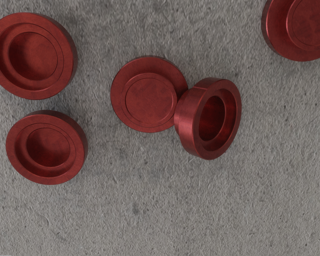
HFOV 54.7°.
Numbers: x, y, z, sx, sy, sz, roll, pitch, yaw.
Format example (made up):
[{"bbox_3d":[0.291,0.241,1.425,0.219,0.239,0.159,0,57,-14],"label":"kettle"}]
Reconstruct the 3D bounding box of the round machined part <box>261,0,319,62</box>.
[{"bbox_3d":[0.172,-0.125,0.356,0.099,0.042,0.097,0,110,0],"label":"round machined part"}]

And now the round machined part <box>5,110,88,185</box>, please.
[{"bbox_3d":[-0.144,0.022,0.407,0.099,0.042,0.097,0,110,0],"label":"round machined part"}]

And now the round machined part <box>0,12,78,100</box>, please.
[{"bbox_3d":[-0.147,-0.085,0.368,0.099,0.042,0.097,0,110,0],"label":"round machined part"}]

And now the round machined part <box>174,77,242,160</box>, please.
[{"bbox_3d":[0.055,-0.013,0.378,0.099,0.042,0.097,-18,116,-42],"label":"round machined part"}]

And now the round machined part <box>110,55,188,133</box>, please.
[{"bbox_3d":[-0.013,-0.039,0.386,0.099,0.042,0.097,0,110,0],"label":"round machined part"}]
